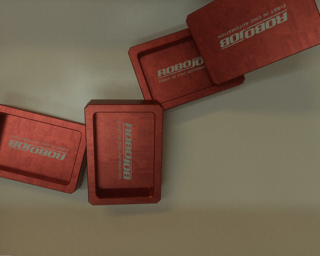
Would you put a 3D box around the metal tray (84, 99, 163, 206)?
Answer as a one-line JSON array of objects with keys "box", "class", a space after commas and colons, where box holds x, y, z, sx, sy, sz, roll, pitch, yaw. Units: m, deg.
[{"box": [-0.044, 0.031, 0.387, 0.091, 0.030, 0.129, 0, 106, -6], "class": "metal tray"}]

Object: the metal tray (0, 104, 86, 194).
[{"box": [-0.161, 0.026, 0.406, 0.131, 0.030, 0.089, 14, 90, -1], "class": "metal tray"}]

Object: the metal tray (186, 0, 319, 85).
[{"box": [0.106, -0.115, 0.353, 0.130, 0.030, 0.090, -20, 102, 30], "class": "metal tray"}]

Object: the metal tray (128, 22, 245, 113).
[{"box": [0.034, -0.080, 0.409, 0.131, 0.030, 0.090, -19, 90, -1], "class": "metal tray"}]
